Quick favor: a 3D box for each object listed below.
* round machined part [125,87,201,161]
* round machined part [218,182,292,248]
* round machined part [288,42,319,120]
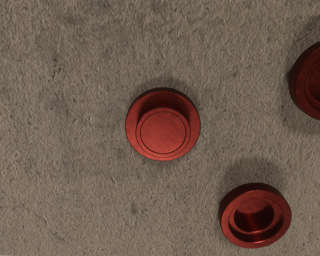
[{"bbox_3d":[0.004,0.000,0.401,0.099,0.042,0.097,0,110,-1],"label":"round machined part"},{"bbox_3d":[0.133,0.121,0.447,0.099,0.042,0.097,0,110,-1],"label":"round machined part"},{"bbox_3d":[0.207,-0.061,0.381,0.099,0.042,0.097,0,110,-1],"label":"round machined part"}]
